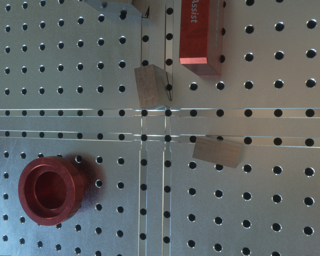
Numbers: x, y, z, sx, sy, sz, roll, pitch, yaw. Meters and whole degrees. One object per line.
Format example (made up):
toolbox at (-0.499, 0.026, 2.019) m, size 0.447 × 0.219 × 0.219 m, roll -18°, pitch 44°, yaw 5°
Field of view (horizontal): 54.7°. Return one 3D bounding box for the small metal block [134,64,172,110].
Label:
small metal block at (-0.008, -0.051, 0.401) m, size 0.025 × 0.050 × 0.050 m, roll -10°, pitch 87°, yaw 19°

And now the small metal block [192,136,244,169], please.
small metal block at (0.071, 0.027, 0.374) m, size 0.050 × 0.050 × 0.025 m, roll 13°, pitch 95°, yaw 19°

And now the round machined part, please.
round machined part at (-0.155, 0.090, 0.456) m, size 0.098 × 0.042 × 0.097 m, roll 0°, pitch 90°, yaw 19°

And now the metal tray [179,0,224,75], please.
metal tray at (0.052, -0.132, 0.359) m, size 0.030 × 0.090 × 0.129 m, roll 3°, pitch 91°, yaw 20°

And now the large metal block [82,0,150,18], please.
large metal block at (-0.055, -0.202, 0.418) m, size 0.080 × 0.050 × 0.079 m, roll 15°, pitch 95°, yaw 19°
